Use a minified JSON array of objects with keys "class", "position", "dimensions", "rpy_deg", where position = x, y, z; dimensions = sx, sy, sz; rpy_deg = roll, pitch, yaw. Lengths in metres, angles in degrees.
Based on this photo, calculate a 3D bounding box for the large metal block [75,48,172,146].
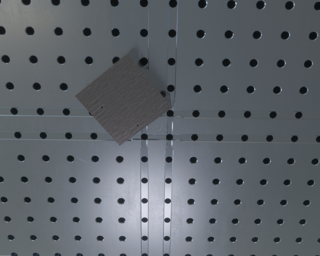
[{"class":"large metal block","position":[-0.042,-0.039,0.385],"dimensions":[0.080,0.050,0.080],"rpy_deg":[-36,106,12]}]
